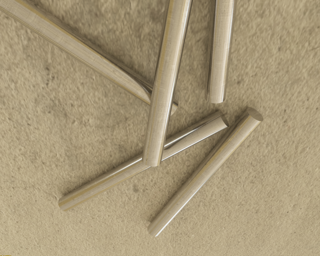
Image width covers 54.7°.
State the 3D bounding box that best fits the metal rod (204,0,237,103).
[{"bbox_3d":[0.061,-0.150,0.279,0.025,0.025,0.298,-2,130,1],"label":"metal rod"}]

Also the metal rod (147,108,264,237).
[{"bbox_3d":[0.055,0.085,0.480,0.025,0.025,0.298,21,127,-17],"label":"metal rod"}]

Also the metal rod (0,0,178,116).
[{"bbox_3d":[-0.102,-0.096,0.323,0.301,0.025,0.025,32,123,-25],"label":"metal rod"}]

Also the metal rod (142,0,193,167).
[{"bbox_3d":[0.011,-0.082,0.315,0.025,0.025,0.298,6,123,-6],"label":"metal rod"}]

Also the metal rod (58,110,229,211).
[{"bbox_3d":[-0.038,0.057,0.454,0.300,0.025,0.025,-30,124,22],"label":"metal rod"}]
